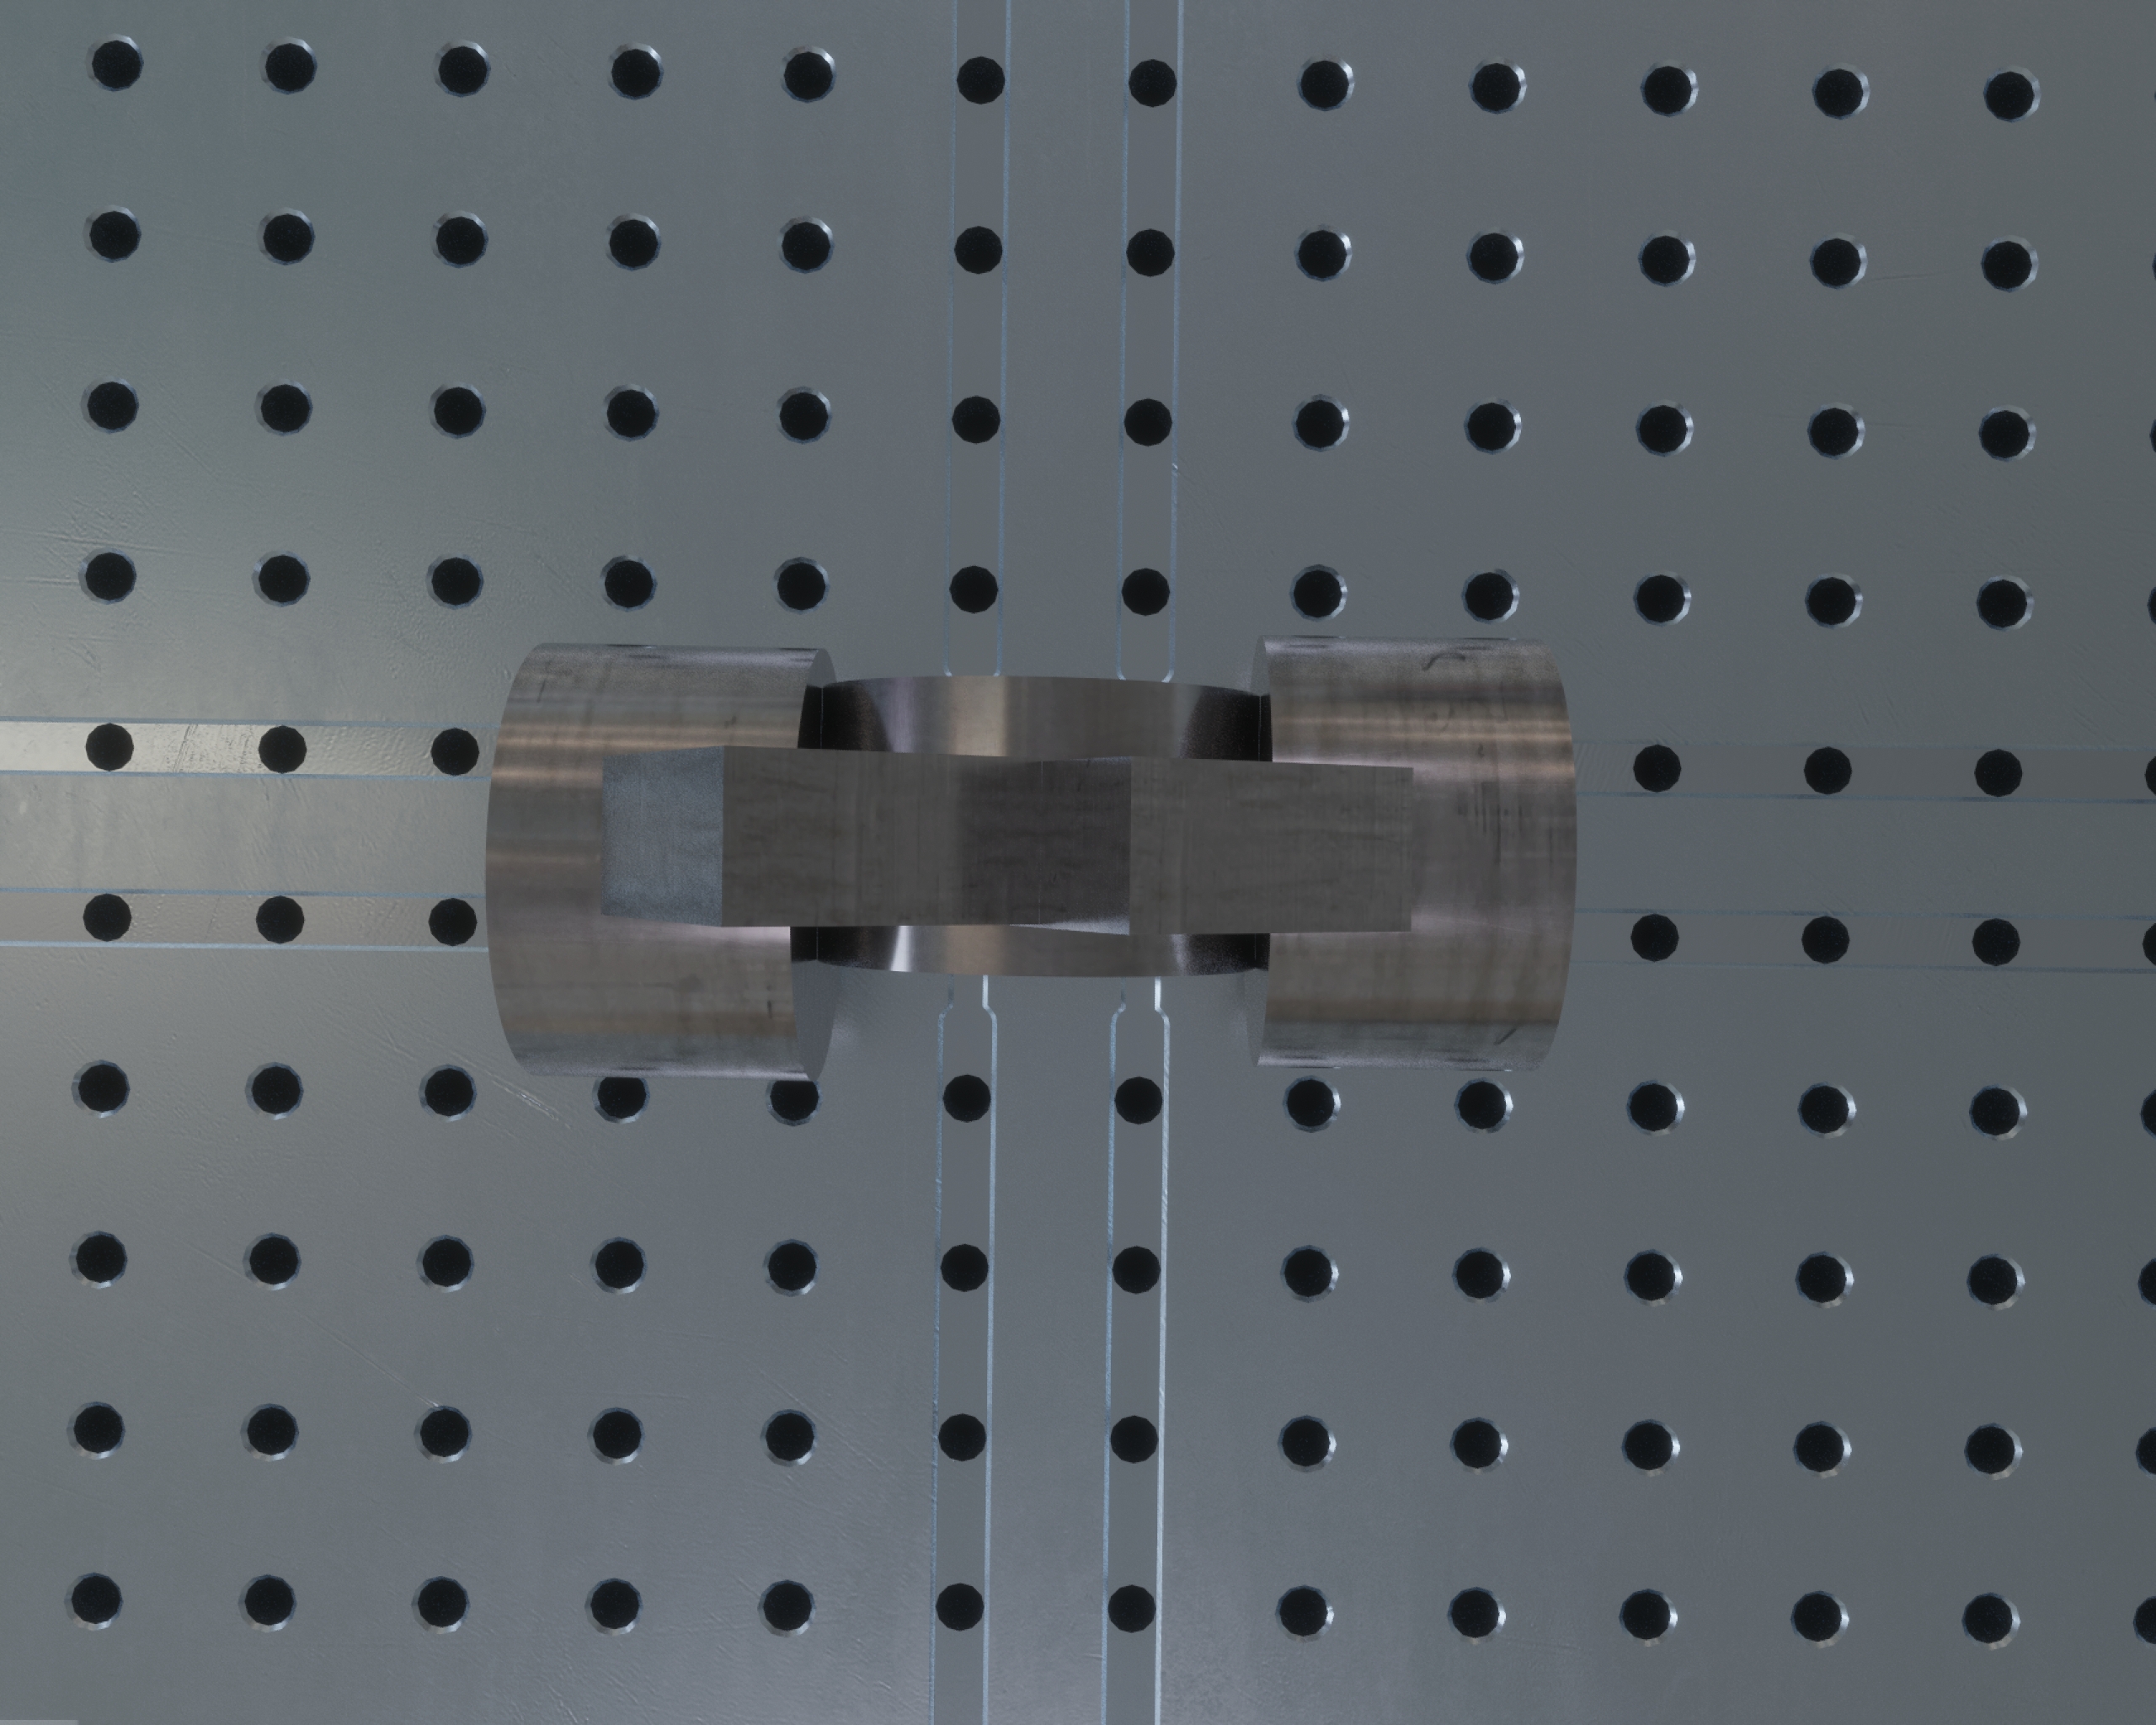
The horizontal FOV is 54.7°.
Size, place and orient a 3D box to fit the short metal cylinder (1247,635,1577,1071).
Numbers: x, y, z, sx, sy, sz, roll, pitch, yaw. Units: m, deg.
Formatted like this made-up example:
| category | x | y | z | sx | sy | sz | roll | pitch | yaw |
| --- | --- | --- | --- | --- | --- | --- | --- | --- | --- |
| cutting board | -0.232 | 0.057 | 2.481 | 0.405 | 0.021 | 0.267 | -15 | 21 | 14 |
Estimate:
| category | x | y | z | sx | sy | sz | roll | pitch | yaw |
| --- | --- | --- | --- | --- | --- | --- | --- | --- | --- |
| short metal cylinder | 0.058 | -0.002 | 0.385 | 0.050 | 0.080 | 0.079 | 1 | 90 | 1 |

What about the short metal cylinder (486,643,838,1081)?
| category | x | y | z | sx | sy | sz | roll | pitch | yaw |
| --- | --- | --- | --- | --- | --- | --- | --- | --- | --- |
| short metal cylinder | -0.073 | 0.000 | 0.385 | 0.050 | 0.080 | 0.079 | 1 | 90 | 0 |

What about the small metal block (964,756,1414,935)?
| category | x | y | z | sx | sy | sz | roll | pitch | yaw |
| --- | --- | --- | --- | --- | --- | --- | --- | --- | --- |
| small metal block | 0.016 | -0.002 | 0.324 | 0.050 | 0.050 | 0.025 | 1 | 90 | -31 |

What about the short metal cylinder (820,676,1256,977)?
| category | x | y | z | sx | sy | sz | roll | pitch | yaw |
| --- | --- | --- | --- | --- | --- | --- | --- | --- | --- |
| short metal cylinder | -0.007 | -0.006 | 0.385 | 0.081 | 0.080 | 0.050 | 1 | 90 | 0 |

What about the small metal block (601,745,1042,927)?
| category | x | y | z | sx | sy | sz | roll | pitch | yaw |
| --- | --- | --- | --- | --- | --- | --- | --- | --- | --- |
| small metal block | -0.040 | -0.004 | 0.319 | 0.050 | 0.050 | 0.025 | 1 | 90 | -32 |
